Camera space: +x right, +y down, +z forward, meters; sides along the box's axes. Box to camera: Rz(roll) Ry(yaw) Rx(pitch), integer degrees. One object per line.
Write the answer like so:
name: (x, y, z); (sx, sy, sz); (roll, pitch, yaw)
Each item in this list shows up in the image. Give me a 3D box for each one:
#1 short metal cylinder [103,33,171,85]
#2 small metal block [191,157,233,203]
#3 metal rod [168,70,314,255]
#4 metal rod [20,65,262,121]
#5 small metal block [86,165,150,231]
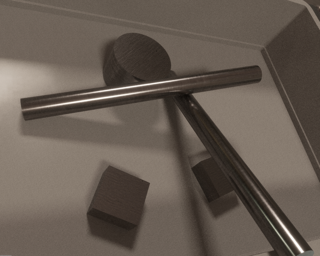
short metal cylinder: (-0.032, -0.082, 0.424); (0.081, 0.050, 0.080); (14, 56, -21)
small metal block: (0.078, 0.064, 0.411); (0.050, 0.025, 0.050); (-16, 70, -35)
metal rod: (0.061, 0.014, 0.353); (0.025, 0.025, 0.300); (4, 35, -27)
metal rod: (-0.008, -0.047, 0.384); (0.302, 0.025, 0.025); (-11, 67, -17)
small metal block: (-0.044, 0.076, 0.337); (0.050, 0.025, 0.050); (26, 52, -13)
